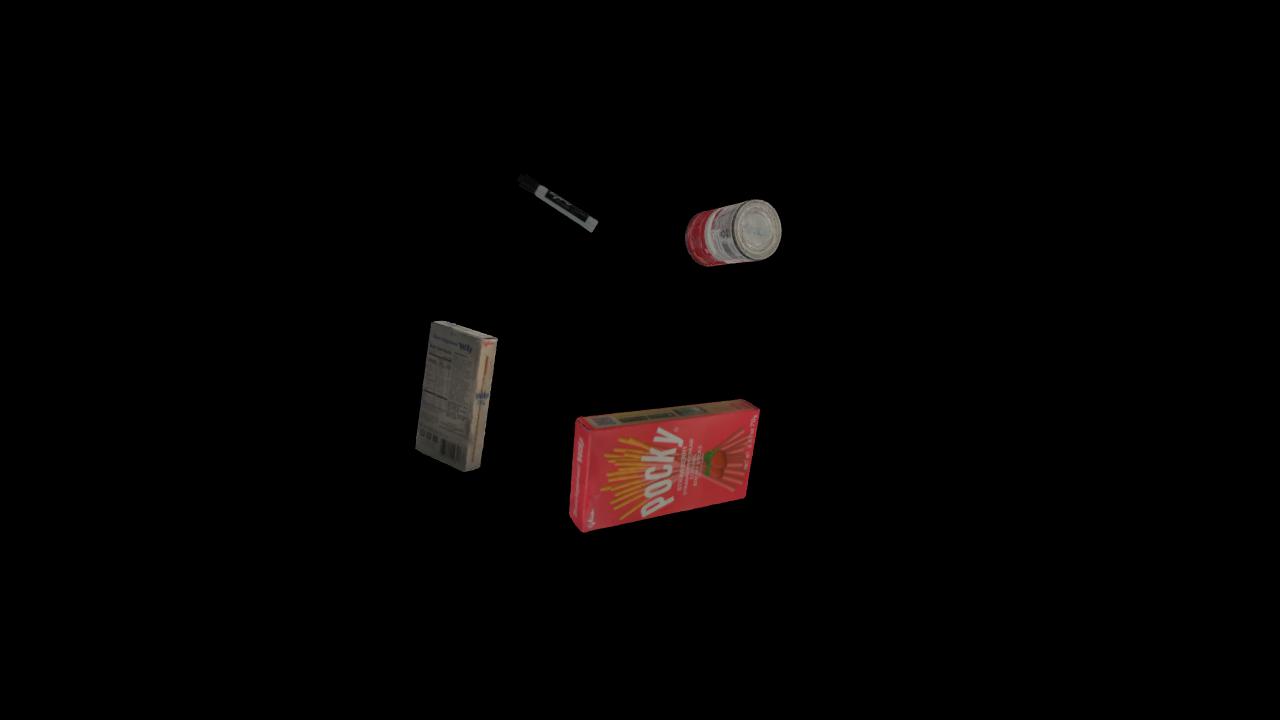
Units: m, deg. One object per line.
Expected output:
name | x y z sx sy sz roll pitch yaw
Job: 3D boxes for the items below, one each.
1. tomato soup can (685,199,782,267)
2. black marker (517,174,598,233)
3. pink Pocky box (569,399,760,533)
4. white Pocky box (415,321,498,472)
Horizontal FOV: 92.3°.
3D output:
tomato soup can | 0.106 -0.144 0.704 0.068 0.068 0.101 0 4 -26
black marker | -0.112 -0.214 0.838 0.121 0.020 0.020 31 -8 -13
pink Pocky box | 0.022 0.080 0.483 0.155 0.084 0.029 -4 19 -28
white Pocky box | -0.207 0.040 0.689 0.084 0.154 0.028 17 12 30
